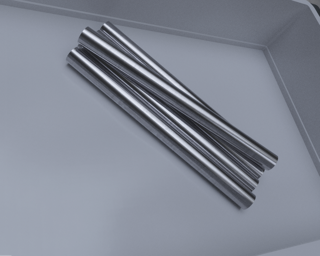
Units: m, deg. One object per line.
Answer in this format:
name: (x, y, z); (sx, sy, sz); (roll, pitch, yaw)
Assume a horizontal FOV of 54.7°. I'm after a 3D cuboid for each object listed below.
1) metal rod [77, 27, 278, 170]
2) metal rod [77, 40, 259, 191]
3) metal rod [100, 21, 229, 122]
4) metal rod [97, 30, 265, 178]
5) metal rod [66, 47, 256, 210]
metal rod: (0.028, -0.035, 0.407); (0.301, 0.025, 0.025); (33, 51, -6)
metal rod: (0.011, -0.017, 0.420); (0.300, 0.025, 0.025); (40, 51, -1)
metal rod: (0.034, -0.048, 0.451); (0.300, 0.025, 0.025); (40, 51, -1)
metal rod: (0.024, -0.031, 0.435); (0.300, 0.025, 0.025); (40, 51, -1)
metal rod: (0.002, 0.001, 0.404); (0.300, 0.025, 0.025); (40, 51, -1)
